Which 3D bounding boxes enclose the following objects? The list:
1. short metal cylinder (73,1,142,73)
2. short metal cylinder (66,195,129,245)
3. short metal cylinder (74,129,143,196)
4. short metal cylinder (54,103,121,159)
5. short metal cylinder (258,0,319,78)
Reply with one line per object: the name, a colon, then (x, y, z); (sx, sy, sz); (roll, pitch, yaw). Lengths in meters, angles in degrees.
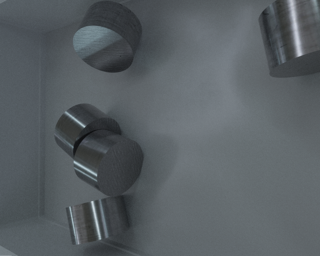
short metal cylinder: (-0.069, -0.121, 0.416); (0.080, 0.080, 0.050); (-17, 47, 38)
short metal cylinder: (-0.089, 0.129, 0.442); (0.080, 0.081, 0.050); (-22, 76, 37)
short metal cylinder: (-0.069, 0.047, 0.426); (0.050, 0.081, 0.079); (20, 102, 38)
short metal cylinder: (-0.105, 0.010, 0.455); (0.050, 0.081, 0.079); (32, 110, 35)
short metal cylinder: (0.130, -0.079, 0.263); (0.080, 0.081, 0.050); (-14, 81, 39)
